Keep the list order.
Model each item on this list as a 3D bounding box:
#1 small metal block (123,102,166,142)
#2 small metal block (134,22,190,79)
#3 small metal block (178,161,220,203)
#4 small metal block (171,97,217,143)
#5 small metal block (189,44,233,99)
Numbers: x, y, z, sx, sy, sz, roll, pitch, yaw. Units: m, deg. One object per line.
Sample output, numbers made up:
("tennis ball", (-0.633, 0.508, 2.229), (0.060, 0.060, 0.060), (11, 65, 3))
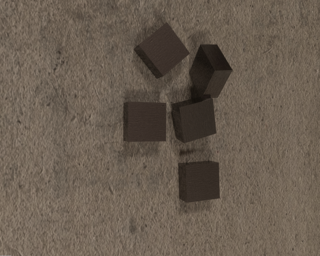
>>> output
("small metal block", (-0.020, -0.008, 0.403), (0.050, 0.025, 0.050), (0, 90, -21))
("small metal block", (0.002, -0.102, 0.411), (0.050, 0.025, 0.050), (-43, 104, -15))
("small metal block", (0.054, 0.073, 0.431), (0.050, 0.025, 0.050), (-2, 91, -20))
("small metal block", (0.046, -0.012, 0.422), (0.050, 0.025, 0.050), (-16, 110, -20))
("small metal block", (0.065, -0.075, 0.410), (0.025, 0.050, 0.050), (-5, 54, -20))
